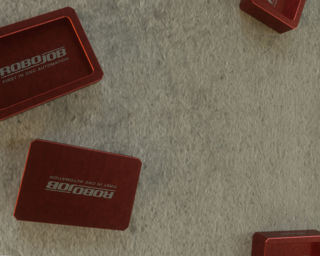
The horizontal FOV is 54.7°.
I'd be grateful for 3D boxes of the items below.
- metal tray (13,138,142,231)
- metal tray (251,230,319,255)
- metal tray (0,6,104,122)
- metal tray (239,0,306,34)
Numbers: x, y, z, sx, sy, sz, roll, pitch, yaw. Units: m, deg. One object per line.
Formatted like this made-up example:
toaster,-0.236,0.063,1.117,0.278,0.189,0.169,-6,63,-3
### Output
metal tray,-0.095,0.069,0.372,0.131,0.030,0.090,13,86,-20
metal tray,0.205,0.210,0.484,0.131,0.030,0.089,5,88,-20
metal tray,-0.143,-0.073,0.353,0.131,0.030,0.090,-26,99,-18
metal tray,0.184,-0.224,0.475,0.091,0.030,0.130,23,82,-19
